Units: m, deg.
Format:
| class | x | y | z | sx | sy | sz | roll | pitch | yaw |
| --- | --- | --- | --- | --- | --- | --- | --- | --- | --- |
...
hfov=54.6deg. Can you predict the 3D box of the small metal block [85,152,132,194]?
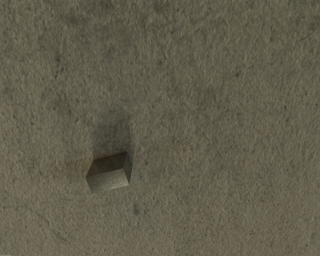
| class | x | y | z | sx | sy | sz | roll | pitch | yaw |
| --- | --- | --- | --- | --- | --- | --- | --- | --- | --- |
| small metal block | -0.067 | 0.059 | 0.418 | 0.050 | 0.050 | 0.025 | -15 | 110 | 5 |
